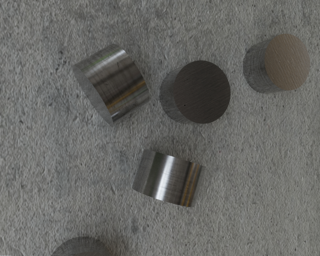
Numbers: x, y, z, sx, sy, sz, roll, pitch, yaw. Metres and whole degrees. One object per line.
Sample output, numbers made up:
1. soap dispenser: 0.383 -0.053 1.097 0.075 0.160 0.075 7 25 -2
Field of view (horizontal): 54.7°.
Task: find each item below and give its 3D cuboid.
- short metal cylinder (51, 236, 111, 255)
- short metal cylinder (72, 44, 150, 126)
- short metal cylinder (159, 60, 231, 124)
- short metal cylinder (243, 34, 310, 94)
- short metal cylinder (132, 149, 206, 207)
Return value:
1. short metal cylinder: -0.091 0.175 0.362 0.081 0.050 0.080 0 90 -20
2. short metal cylinder: -0.057 -0.050 0.359 0.050 0.080 0.080 -35 102 -16
3. short metal cylinder: 0.046 -0.045 0.412 0.081 0.050 0.080 0 90 -20
4. short metal cylinder: 0.172 -0.093 0.459 0.081 0.050 0.080 0 90 -20
5. short metal cylinder: 0.011 0.061 0.384 0.081 0.080 0.050 19 84 -19
